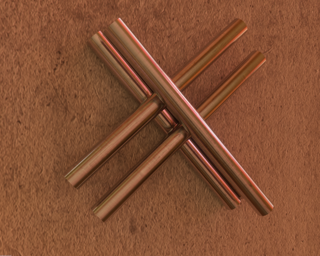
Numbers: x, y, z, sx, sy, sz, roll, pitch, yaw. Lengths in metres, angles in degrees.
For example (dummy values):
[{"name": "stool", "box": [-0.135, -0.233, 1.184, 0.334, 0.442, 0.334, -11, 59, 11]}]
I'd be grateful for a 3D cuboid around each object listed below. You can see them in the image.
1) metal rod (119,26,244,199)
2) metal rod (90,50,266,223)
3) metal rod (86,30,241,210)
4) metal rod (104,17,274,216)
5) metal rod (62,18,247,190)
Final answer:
[{"name": "metal rod", "box": [0.033, -0.015, 0.423, 0.025, 0.025, 0.300, -44, 104, -15]}, {"name": "metal rod", "box": [0.033, 0.001, 0.397, 0.301, 0.025, 0.025, -44, 104, -15]}, {"name": "metal rod", "box": [0.013, -0.001, 0.416, 0.025, 0.025, 0.300, -44, 104, -15]}, {"name": "metal rod", "box": [0.043, -0.003, 0.374, 0.025, 0.025, 0.300, -45, 104, -15]}, {"name": "metal rod", "box": [0.005, -0.040, 0.386, 0.301, 0.025, 0.025, -44, 104, -15]}]
